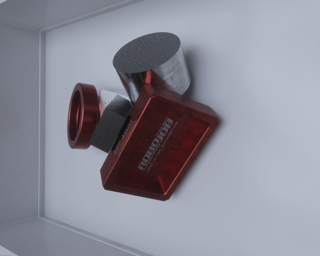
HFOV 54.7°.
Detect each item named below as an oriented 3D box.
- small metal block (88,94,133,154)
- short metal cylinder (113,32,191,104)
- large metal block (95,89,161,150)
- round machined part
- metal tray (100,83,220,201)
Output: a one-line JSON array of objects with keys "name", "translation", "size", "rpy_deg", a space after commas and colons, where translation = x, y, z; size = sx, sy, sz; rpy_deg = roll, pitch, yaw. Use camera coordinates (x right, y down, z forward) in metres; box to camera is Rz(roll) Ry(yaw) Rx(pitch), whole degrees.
[{"name": "small metal block", "translation": [-0.055, -0.006, 0.365], "size": [0.025, 0.050, 0.050], "rpy_deg": [28, 113, -4]}, {"name": "short metal cylinder", "translation": [-0.008, -0.070, 0.366], "size": [0.080, 0.080, 0.050], "rpy_deg": [21, 147, 38]}, {"name": "large metal block", "translation": [-0.041, -0.004, 0.420], "size": [0.080, 0.050, 0.079], "rpy_deg": [19, 102, 38]}, {"name": "round machined part", "translation": [-0.107, -0.016, 0.464], "size": [0.098, 0.042, 0.098], "rpy_deg": [-19, 68, 60]}, {"name": "metal tray", "translation": [-0.003, 0.023, 0.361], "size": [0.129, 0.091, 0.030], "rpy_deg": [-60, 29, 22]}]
